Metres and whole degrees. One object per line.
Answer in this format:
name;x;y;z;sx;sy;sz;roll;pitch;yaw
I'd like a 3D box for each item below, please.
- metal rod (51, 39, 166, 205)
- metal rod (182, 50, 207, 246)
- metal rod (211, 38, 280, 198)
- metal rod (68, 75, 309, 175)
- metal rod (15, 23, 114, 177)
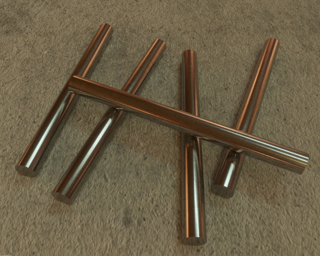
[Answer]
metal rod;-0.054;-0.031;0.428;0.025;0.025;0.301;16;52;13
metal rod;0.041;-0.002;0.404;0.025;0.025;0.300;2;50;2
metal rod;0.129;-0.035;0.433;0.025;0.025;0.301;18;52;15
metal rod;0.021;-0.010;0.377;0.301;0.025;0.025;20;53;16
metal rod;-0.125;-0.062;0.454;0.025;0.025;0.300;9;51;7
